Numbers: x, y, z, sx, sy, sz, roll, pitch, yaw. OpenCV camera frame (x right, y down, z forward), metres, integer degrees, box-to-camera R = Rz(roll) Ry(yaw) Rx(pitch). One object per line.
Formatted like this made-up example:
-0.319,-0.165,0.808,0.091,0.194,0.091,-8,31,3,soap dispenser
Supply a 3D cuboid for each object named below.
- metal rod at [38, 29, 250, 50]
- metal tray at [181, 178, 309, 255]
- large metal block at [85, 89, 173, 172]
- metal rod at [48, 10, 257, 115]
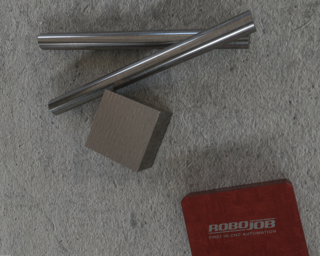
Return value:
-0.035,-0.119,0.420,0.301,0.025,0.025,5,92,19,metal rod
0.099,0.116,0.371,0.130,0.030,0.089,-13,86,19,metal tray
-0.040,0.002,0.409,0.080,0.050,0.080,23,98,18,large metal block
-0.028,-0.074,0.401,0.300,0.025,0.025,-19,84,24,metal rod
